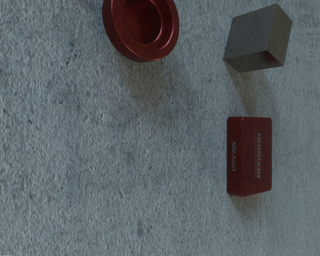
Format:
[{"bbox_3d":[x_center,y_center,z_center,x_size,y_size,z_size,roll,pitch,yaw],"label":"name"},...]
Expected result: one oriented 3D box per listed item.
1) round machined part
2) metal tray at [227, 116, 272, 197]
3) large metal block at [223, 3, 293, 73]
[{"bbox_3d":[-0.026,-0.127,0.371,0.099,0.042,0.097,0,90,-40],"label":"round machined part"},{"bbox_3d":[0.155,0.046,0.531,0.091,0.030,0.129,0,90,-40],"label":"metal tray"},{"bbox_3d":[0.157,-0.141,0.500,0.050,0.080,0.080,26,74,-37],"label":"large metal block"}]
